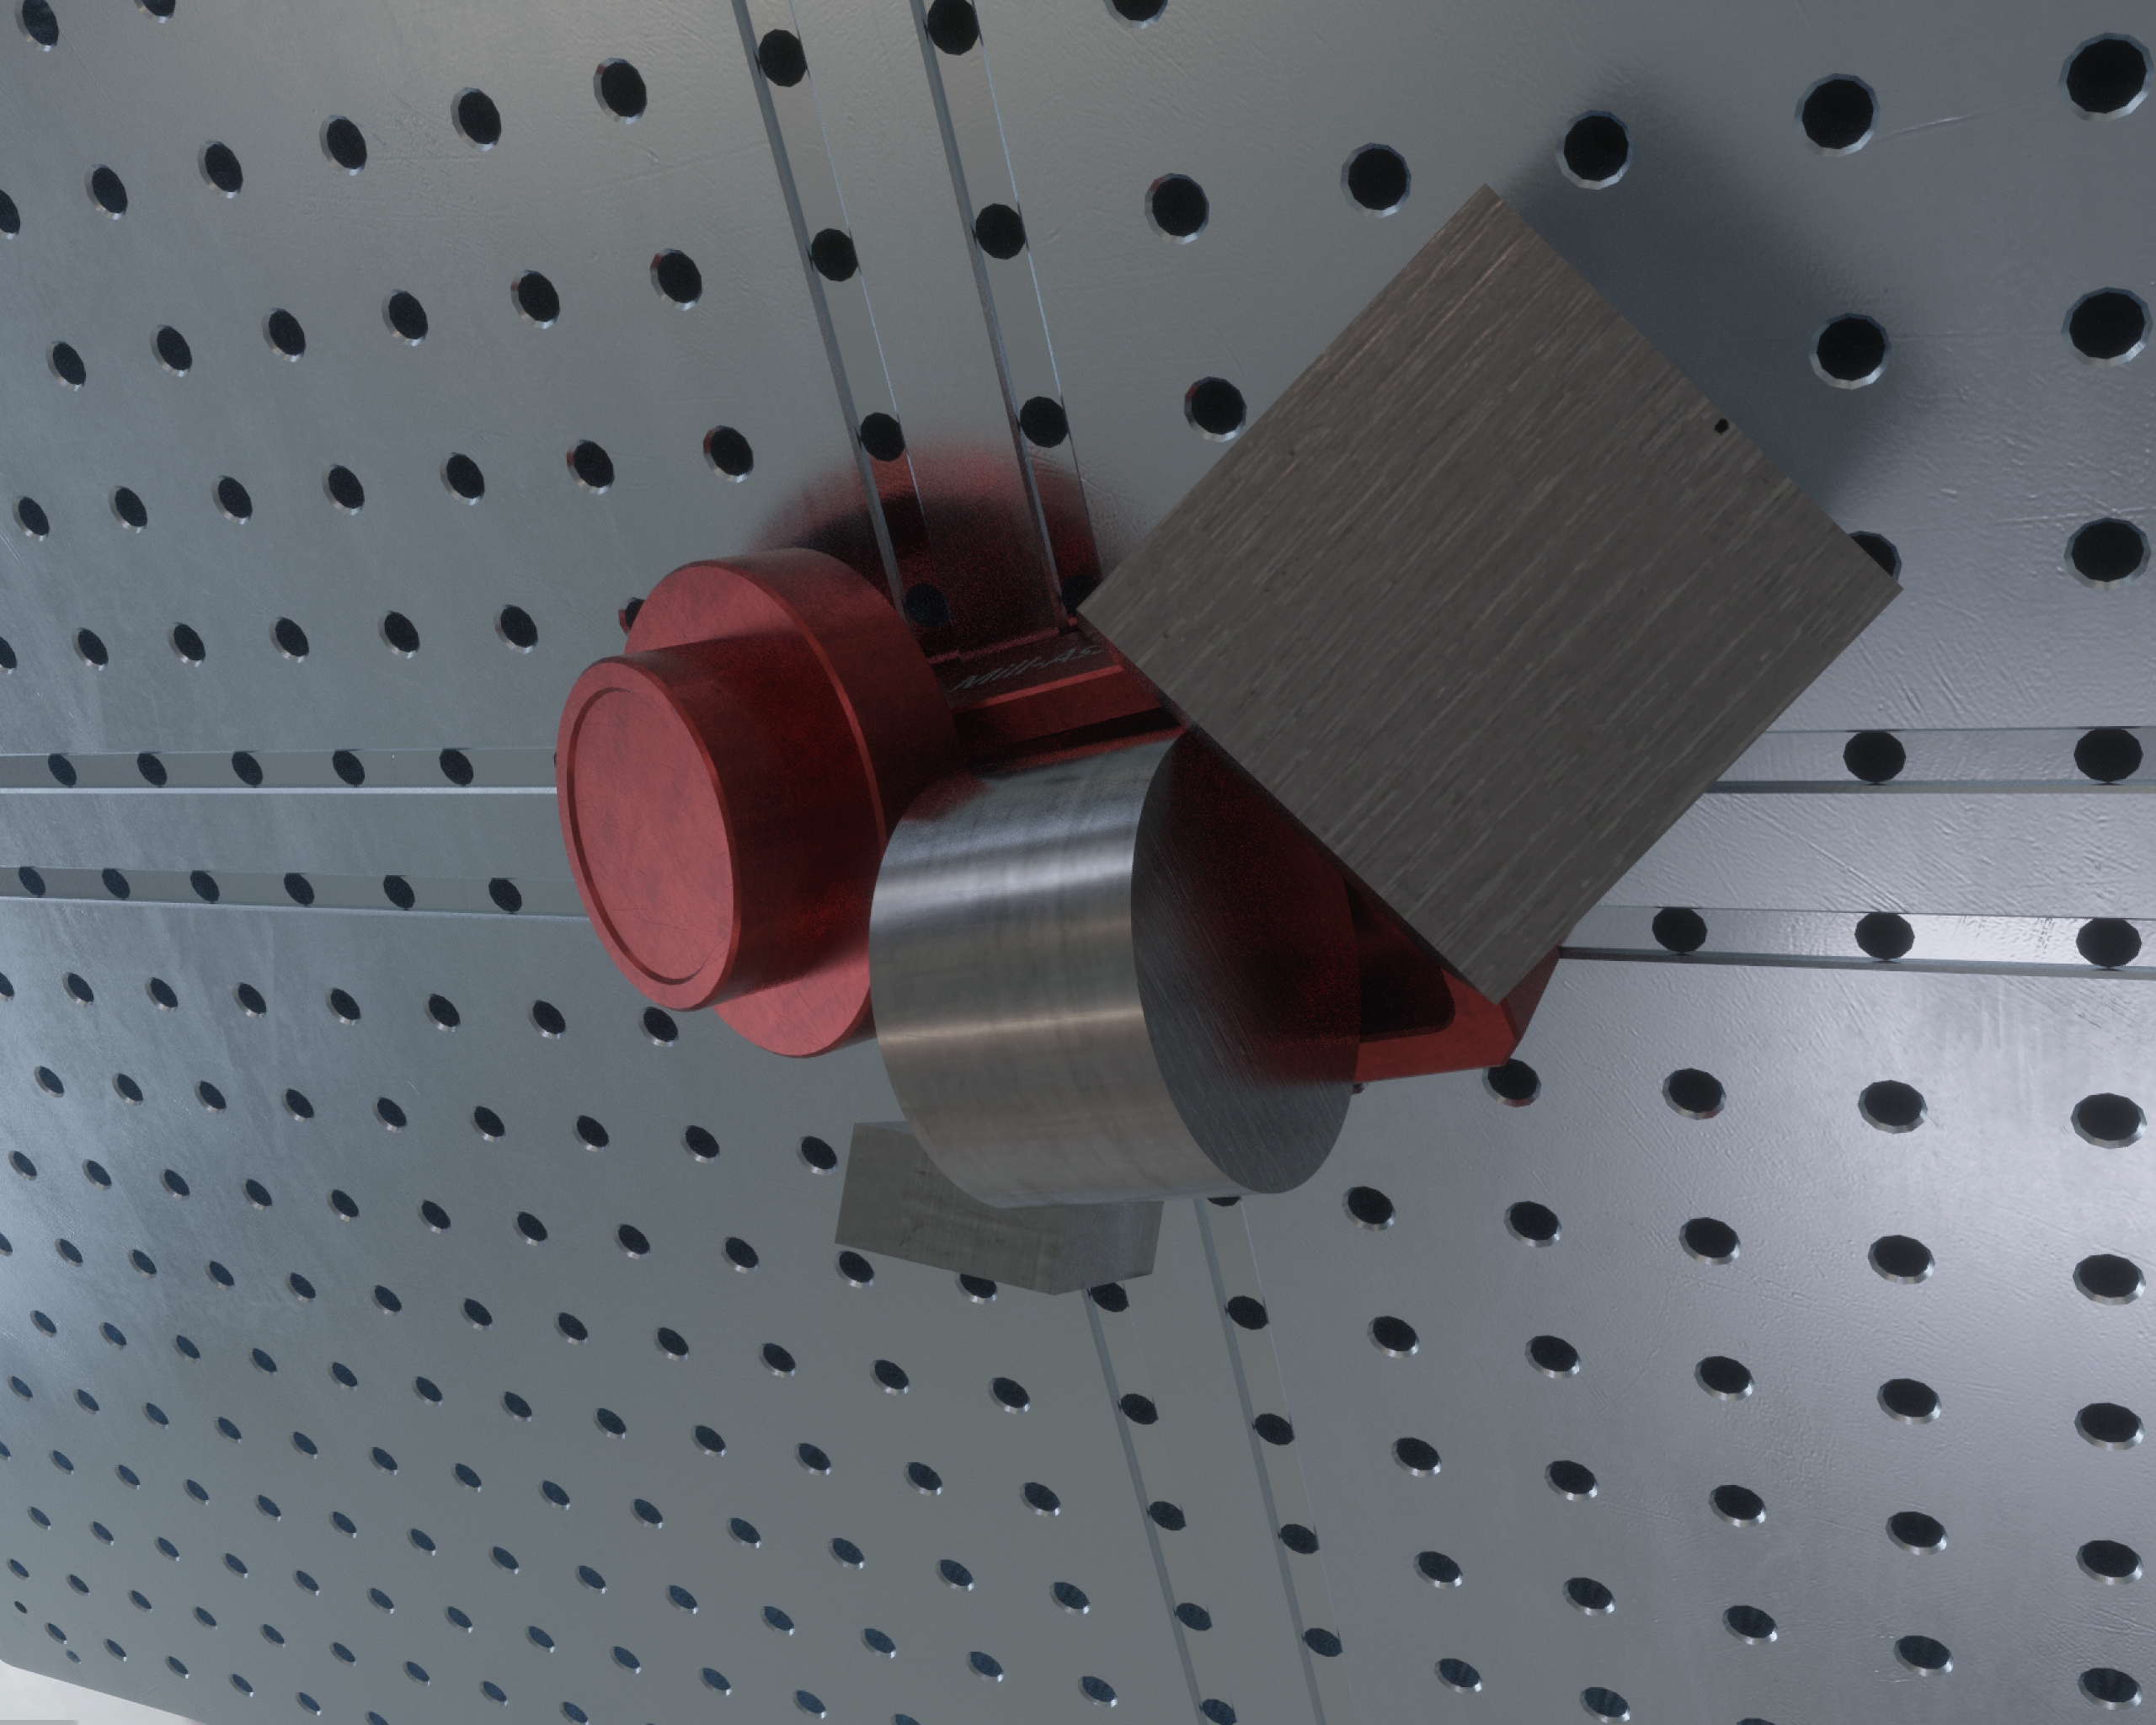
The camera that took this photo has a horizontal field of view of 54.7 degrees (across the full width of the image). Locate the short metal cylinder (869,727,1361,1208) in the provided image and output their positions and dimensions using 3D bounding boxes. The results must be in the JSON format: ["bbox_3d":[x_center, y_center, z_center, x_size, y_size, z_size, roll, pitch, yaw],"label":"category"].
[{"bbox_3d":[0.009,0.019,0.362,0.050,0.080,0.080,-10,114,31],"label":"short metal cylinder"}]

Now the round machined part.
[{"bbox_3d":[-0.065,-0.009,0.400,0.098,0.042,0.097,21,119,46],"label":"round machined part"}]

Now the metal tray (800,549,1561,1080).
[{"bbox_3d":[0.014,0.001,0.398,0.130,0.030,0.090,-12,113,33],"label":"metal tray"}]

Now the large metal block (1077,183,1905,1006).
[{"bbox_3d":[0.057,-0.038,0.311,0.080,0.050,0.080,43,92,-3],"label":"large metal block"}]

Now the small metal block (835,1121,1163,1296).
[{"bbox_3d":[-0.015,0.071,0.439,0.050,0.050,0.025,8,88,25],"label":"small metal block"}]
